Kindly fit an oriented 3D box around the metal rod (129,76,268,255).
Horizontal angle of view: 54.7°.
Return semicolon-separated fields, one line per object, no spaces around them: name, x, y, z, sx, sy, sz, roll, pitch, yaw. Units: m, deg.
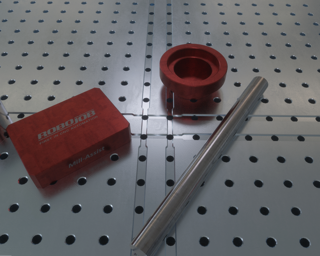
metal rod;0.065;0.028;0.384;0.025;0.025;0.301;28;55;21

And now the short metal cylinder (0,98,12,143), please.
short metal cylinder;-0.243;-0.013;0.400;0.081;0.050;0.080;0;50;0

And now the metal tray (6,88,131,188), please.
metal tray;-0.115;0.007;0.398;0.131;0.030;0.090;-28;56;-22

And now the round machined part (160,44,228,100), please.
round machined part;0.049;-0.080;0.464;0.099;0.042;0.098;0;50;0
